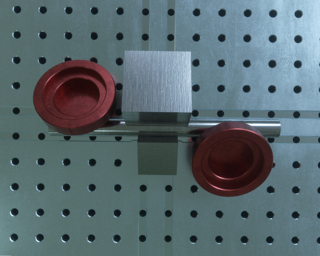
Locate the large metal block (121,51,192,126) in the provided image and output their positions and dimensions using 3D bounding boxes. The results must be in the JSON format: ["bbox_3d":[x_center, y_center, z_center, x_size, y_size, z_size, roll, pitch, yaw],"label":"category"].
[{"bbox_3d":[-0.003,-0.049,0.389,0.081,0.050,0.080,1,72,0],"label":"large metal block"}]

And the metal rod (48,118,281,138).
[{"bbox_3d":[0.006,0.000,0.414,0.302,0.025,0.025,1,90,0],"label":"metal rod"}]

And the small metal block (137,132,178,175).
[{"bbox_3d":[-0.003,0.034,0.403,0.050,0.025,0.050,1,119,0],"label":"small metal block"}]

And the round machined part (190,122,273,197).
[{"bbox_3d":[0.088,0.036,0.393,0.099,0.042,0.097,0,115,0],"label":"round machined part"}]

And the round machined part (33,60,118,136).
[{"bbox_3d":[-0.103,-0.034,0.391,0.099,0.042,0.098,0,64,0],"label":"round machined part"}]
